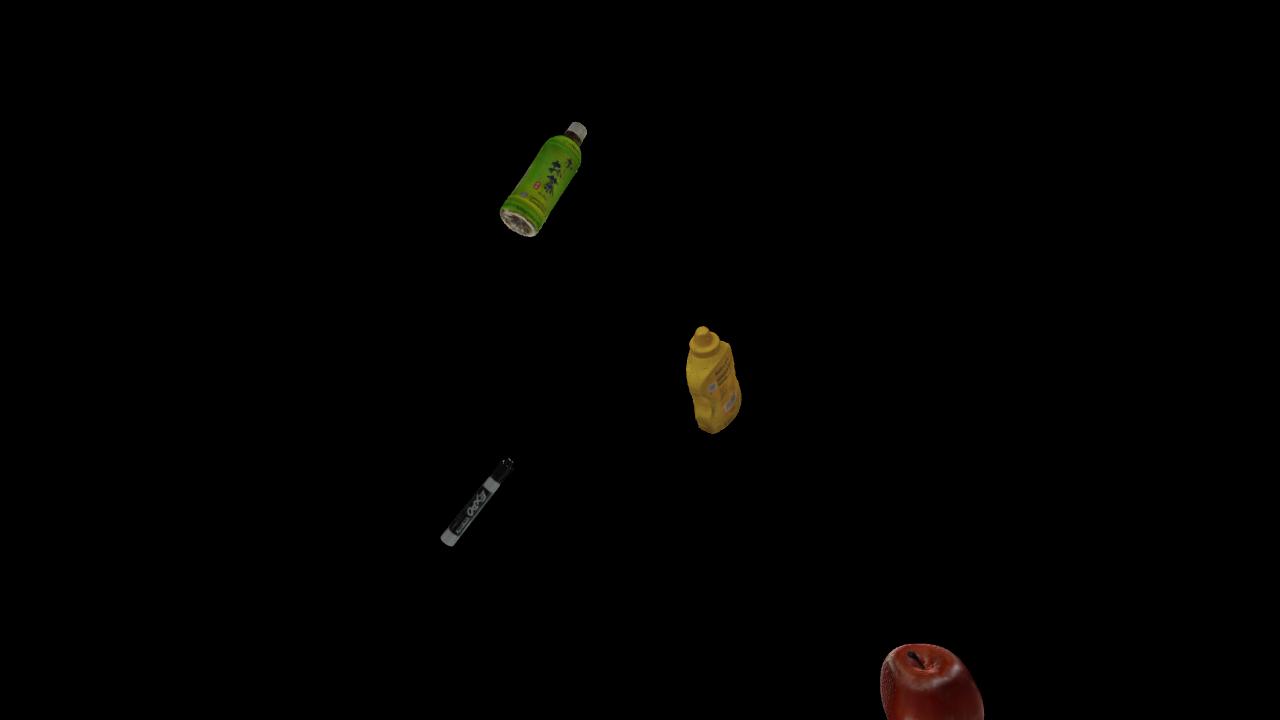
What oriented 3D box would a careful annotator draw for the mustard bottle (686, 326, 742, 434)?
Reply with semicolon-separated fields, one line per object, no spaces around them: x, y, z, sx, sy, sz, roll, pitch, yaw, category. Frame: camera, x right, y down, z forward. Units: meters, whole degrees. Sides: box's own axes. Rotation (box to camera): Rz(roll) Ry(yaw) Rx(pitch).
0.104;0.020;0.888;0.054;0.184;0.092;26;61;35;mustard bottle

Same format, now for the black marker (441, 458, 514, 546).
-0.190;0.166;0.726;0.020;0.121;0.020;38;-2;1;black marker

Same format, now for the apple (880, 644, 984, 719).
0.235;0.279;0.499;0.079;0.093;0.079;-15;4;1;apple

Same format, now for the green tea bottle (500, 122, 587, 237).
-0.148;-0.302;1.000;0.073;0.212;0.073;23;-18;8;green tea bottle
